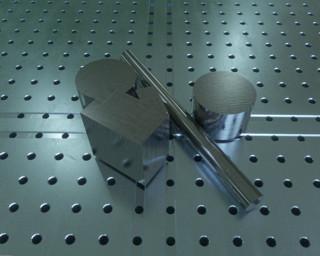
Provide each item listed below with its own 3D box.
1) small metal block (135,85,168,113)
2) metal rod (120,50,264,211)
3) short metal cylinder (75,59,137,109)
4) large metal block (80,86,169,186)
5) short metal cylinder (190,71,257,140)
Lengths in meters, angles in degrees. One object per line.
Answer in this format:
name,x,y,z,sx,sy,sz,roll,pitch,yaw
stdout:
small metal block,-0.011,-0.018,0.401,0.025,0.050,0.050,-17,52,-13
metal rod,0.025,-0.017,0.417,0.025,0.025,0.300,-25,55,-20
short metal cylinder,-0.072,-0.051,0.429,0.081,0.050,0.080,0,50,0
large metal block,-0.037,0.010,0.358,0.080,0.080,0.050,27,56,21
short metal cylinder,0.082,-0.031,0.413,0.081,0.050,0.080,0,50,0
